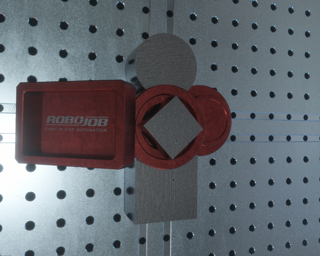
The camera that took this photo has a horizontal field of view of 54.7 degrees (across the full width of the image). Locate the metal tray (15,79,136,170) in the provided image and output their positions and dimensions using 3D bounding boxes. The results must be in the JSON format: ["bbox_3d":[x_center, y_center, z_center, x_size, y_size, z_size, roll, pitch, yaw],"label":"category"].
[{"bbox_3d":[-0.093,-0.005,0.337,0.130,0.030,0.089,1,90,17],"label":"metal tray"}]

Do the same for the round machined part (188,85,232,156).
[{"bbox_3d":[0.056,-0.010,0.423,0.099,0.042,0.097,0,90,-20],"label":"round machined part"}]

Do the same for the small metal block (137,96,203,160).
[{"bbox_3d":[0.012,-0.001,0.351,0.050,0.025,0.050,-43,104,-15],"label":"small metal block"}]

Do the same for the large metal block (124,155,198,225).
[{"bbox_3d":[0.000,0.073,0.396,0.081,0.050,0.080,1,90,-20],"label":"large metal block"}]

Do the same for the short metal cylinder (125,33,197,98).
[{"bbox_3d":[0.000,-0.075,0.399,0.081,0.050,0.080,0,90,-20],"label":"short metal cylinder"}]

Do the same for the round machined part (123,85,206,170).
[{"bbox_3d":[0.002,-0.001,0.373,0.099,0.042,0.097,0,90,-20],"label":"round machined part"}]
